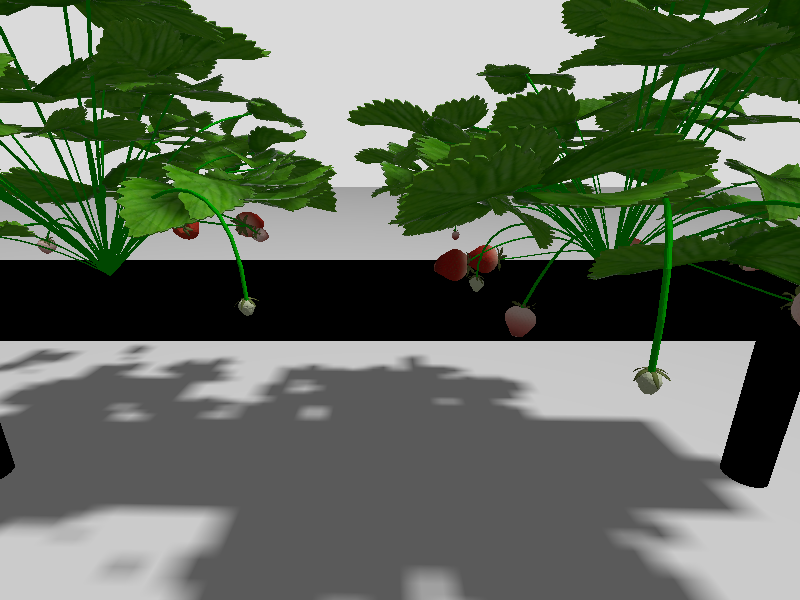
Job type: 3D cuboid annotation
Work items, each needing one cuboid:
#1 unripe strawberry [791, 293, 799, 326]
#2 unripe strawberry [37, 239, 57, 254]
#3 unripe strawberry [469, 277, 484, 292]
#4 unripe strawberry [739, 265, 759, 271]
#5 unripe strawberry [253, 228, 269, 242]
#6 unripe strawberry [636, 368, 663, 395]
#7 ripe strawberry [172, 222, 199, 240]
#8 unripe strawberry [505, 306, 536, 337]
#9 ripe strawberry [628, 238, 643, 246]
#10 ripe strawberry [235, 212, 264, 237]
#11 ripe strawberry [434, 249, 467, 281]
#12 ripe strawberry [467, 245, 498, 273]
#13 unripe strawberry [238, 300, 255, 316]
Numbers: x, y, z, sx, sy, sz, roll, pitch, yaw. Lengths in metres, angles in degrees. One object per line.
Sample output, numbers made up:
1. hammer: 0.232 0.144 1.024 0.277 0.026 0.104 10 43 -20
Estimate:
1. unripe strawberry: 0.244 0.005 0.226 0.027 0.029 0.030 -7 19 -21
2. unripe strawberry: -0.404 -0.061 0.458 0.017 0.017 0.018 -22 -22 -50
3. unripe strawberry: 0.056 -0.012 0.295 0.010 0.011 0.011 -8 19 -25
4. unripe strawberry: 0.328 -0.038 0.369 0.024 0.025 0.022 -1 17 -5
5. unripe strawberry: -0.183 -0.085 0.529 0.020 0.018 0.018 7 -7 22
6. unripe strawberry: 0.092 0.030 0.148 0.009 0.010 0.010 8 19 23
7. ripe strawberry: -0.301 -0.104 0.566 0.035 0.037 0.037 -3 14 -10
8. unripe strawberry: 0.067 0.012 0.224 0.017 0.017 0.015 15 1 39
9. ripe strawberry: 0.233 -0.050 0.404 0.029 0.025 0.029 14 22 38
10. ripe strawberry: -0.214 -0.109 0.574 0.039 0.035 0.036 3 17 11
11. ripe strawberry: 0.043 -0.030 0.340 0.029 0.028 0.026 -4 18 -6
12. ripe strawberry: 0.075 -0.037 0.364 0.028 0.024 0.028 1 17 4
13. unripe strawberry: -0.086 0.004 0.224 0.010 0.010 0.009 13 22 36
